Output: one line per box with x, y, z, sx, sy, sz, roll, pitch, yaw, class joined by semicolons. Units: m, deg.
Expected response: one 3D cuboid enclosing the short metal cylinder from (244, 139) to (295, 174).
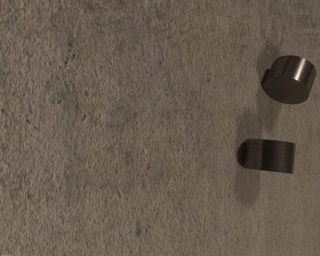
0.186;0.048;0.529;0.081;0.080;0.050;11;83;-40;short metal cylinder

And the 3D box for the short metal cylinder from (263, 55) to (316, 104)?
0.240;-0.088;0.573;0.080;0.080;0.050;43;64;-32;short metal cylinder
